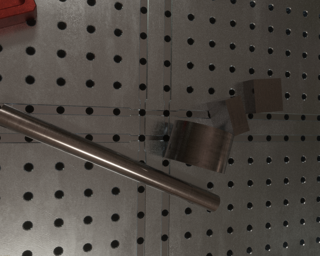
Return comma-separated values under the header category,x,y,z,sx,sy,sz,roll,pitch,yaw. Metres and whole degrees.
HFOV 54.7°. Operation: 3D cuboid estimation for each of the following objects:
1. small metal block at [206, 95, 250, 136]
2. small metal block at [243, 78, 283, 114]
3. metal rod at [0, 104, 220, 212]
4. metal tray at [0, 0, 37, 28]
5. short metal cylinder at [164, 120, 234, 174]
category,x,y,z,sx,sy,sz,roll,pitch,yaw
small metal block,0.095,-0.017,0.436,0.025,0.050,0.050,-19,97,-19
small metal block,0.157,-0.049,0.473,0.050,0.025,0.050,-6,92,-20
metal rod,-0.050,0.046,0.394,0.302,0.025,0.025,26,82,-19
metal tray,-0.202,-0.175,0.334,0.091,0.030,0.129,-23,98,-19
short metal cylinder,0.051,0.025,0.403,0.081,0.080,0.050,18,84,-20
